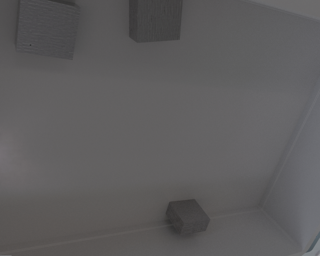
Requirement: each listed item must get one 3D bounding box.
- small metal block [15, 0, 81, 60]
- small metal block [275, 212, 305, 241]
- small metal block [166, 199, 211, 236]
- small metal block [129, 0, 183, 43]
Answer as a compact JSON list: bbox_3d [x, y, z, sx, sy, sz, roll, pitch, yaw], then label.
[{"bbox_3d":[-0.106,-0.095,0.291,0.050,0.025,0.050,2,117,-30],"label":"small metal block"},{"bbox_3d":[0.299,0.227,0.714,0.050,0.025,0.050,-11,123,-22],"label":"small metal block"},{"bbox_3d":[0.045,0.144,0.506,0.050,0.050,0.025,2,118,-29],"label":"small metal block"},{"bbox_3d":[-0.005,-0.121,0.331,0.050,0.025,0.050,-11,123,-23],"label":"small metal block"}]
